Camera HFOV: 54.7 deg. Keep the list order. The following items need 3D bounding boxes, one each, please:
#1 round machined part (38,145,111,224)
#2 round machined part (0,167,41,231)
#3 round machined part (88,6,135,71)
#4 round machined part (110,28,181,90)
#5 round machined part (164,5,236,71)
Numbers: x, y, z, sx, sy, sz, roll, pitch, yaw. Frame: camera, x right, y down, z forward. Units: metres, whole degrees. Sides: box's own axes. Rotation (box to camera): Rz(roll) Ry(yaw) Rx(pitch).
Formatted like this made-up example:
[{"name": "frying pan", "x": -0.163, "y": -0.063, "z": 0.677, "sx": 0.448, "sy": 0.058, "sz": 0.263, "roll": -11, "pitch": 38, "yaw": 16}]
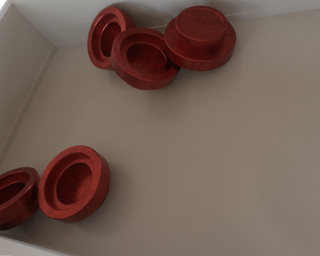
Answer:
[{"name": "round machined part", "x": -0.106, "y": 0.075, "z": 0.405, "sx": 0.098, "sy": 0.042, "sz": 0.098, "roll": -13, "pitch": 56, "yaw": 21}, {"name": "round machined part", "x": -0.206, "y": 0.100, "z": 0.424, "sx": 0.098, "sy": 0.042, "sz": 0.098, "roll": -15, "pitch": 27, "yaw": 8}, {"name": "round machined part", "x": -0.072, "y": -0.141, "z": 0.502, "sx": 0.098, "sy": 0.042, "sz": 0.097, "roll": -3, "pitch": 86, "yaw": 42}, {"name": "round machined part", "x": -0.021, "y": -0.093, "z": 0.443, "sx": 0.099, "sy": 0.042, "sz": 0.098, "roll": 8, "pitch": 58, "yaw": -13}, {"name": "round machined part", "x": 0.055, "y": -0.128, "z": 0.422, "sx": 0.099, "sy": 0.042, "sz": 0.098, "roll": 0, "pitch": 59, "yaw": 1}]
